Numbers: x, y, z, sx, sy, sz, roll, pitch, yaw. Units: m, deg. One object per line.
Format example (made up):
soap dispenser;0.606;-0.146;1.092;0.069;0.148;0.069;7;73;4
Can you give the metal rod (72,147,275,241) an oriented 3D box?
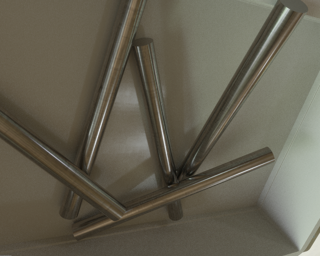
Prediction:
metal rod;0.022;0.093;0.446;0.302;0.025;0.025;-21;127;-4

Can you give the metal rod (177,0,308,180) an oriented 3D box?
metal rod;0.072;-0.013;0.364;0.025;0.025;0.298;-10;148;-24

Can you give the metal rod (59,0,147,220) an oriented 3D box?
metal rod;-0.071;-0.016;0.360;0.025;0.025;0.298;8;115;-32

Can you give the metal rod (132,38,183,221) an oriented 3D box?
metal rod;0.003;0.025;0.427;0.025;0.025;0.298;-22;127;-15

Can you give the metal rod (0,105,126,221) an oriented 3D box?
metal rod;-0.137;0.016;0.322;0.025;0.025;0.300;-41;123;0
